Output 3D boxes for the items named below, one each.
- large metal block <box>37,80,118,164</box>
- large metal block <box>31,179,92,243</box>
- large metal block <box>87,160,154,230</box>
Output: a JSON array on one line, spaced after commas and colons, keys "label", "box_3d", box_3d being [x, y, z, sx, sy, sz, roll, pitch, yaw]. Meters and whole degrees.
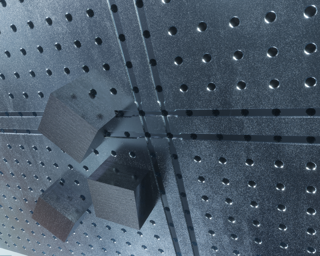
[{"label": "large metal block", "box_3d": [-0.121, -0.009, 0.451, 0.080, 0.050, 0.080, 38, 129, 2]}, {"label": "large metal block", "box_3d": [-0.188, 0.158, 0.590, 0.080, 0.050, 0.079, 36, 129, 4]}, {"label": "large metal block", "box_3d": [-0.060, 0.105, 0.490, 0.080, 0.050, 0.079, 9, 123, 23]}]
